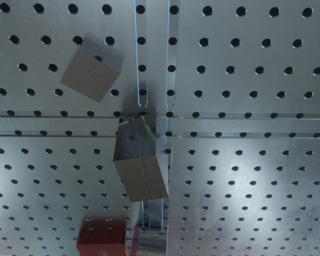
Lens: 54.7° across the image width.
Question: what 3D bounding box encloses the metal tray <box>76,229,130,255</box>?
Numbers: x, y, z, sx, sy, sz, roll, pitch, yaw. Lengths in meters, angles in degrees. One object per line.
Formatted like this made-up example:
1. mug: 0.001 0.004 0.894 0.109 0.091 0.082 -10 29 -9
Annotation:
1. metal tray: -0.108 0.253 0.622 0.091 0.030 0.129 -2 130 1

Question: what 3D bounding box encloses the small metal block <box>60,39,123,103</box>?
1. small metal block: -0.078 -0.064 0.356 0.050 0.025 0.050 28 125 -22

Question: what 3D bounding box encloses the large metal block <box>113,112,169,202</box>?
1. large metal block: -0.021 0.038 0.408 0.050 0.080 0.080 -9 130 7

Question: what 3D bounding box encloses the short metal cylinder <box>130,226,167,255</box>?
1. short metal cylinder: -0.023 0.223 0.565 0.050 0.080 0.079 11 129 -9
